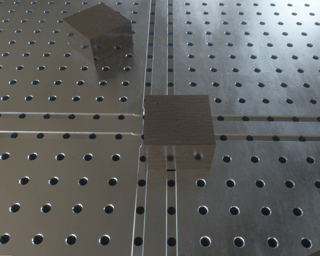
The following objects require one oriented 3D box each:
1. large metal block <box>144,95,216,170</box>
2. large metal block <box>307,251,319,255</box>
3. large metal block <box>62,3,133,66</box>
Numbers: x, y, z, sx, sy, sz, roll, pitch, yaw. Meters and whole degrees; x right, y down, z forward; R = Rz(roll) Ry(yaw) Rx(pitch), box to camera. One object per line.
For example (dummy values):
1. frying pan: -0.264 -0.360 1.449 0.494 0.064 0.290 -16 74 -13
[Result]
1. large metal block: 0.022 0.004 0.388 0.080 0.050 0.080 0 50 0
2. large metal block: 0.157 0.150 0.266 0.081 0.050 0.080 -17 52 -14
3. large metal block: -0.104 -0.161 0.527 0.080 0.050 0.080 -35 58 -26
